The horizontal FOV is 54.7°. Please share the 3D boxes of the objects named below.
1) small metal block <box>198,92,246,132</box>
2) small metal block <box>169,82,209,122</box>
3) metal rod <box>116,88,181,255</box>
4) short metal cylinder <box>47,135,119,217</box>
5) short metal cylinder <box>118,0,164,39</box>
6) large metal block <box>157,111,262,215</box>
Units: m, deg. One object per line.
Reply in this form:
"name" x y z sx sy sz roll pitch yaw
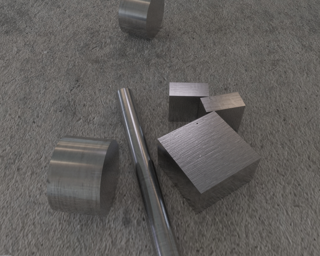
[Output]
"small metal block" 0.077 -0.016 0.401 0.050 0.050 0.025 -10 50 -9
"small metal block" 0.037 -0.034 0.416 0.050 0.050 0.025 1 50 1
"metal rod" -0.013 0.063 0.349 0.025 0.025 0.300 -11 51 -9
"short metal cylinder" -0.077 0.049 0.326 0.050 0.080 0.080 5 50 4
"short metal cylinder" -0.031 -0.199 0.535 0.050 0.080 0.080 18 52 14
"large metal block" 0.053 0.037 0.356 0.081 0.050 0.080 -26 55 -20
